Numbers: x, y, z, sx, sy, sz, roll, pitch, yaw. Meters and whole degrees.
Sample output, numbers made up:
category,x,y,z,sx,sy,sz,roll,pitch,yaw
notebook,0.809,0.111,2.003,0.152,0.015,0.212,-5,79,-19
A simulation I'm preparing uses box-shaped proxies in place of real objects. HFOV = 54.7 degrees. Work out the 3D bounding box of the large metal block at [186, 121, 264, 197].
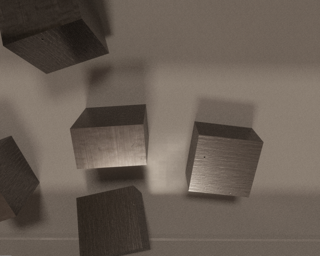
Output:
category,x,y,z,sx,sy,sz,roll,pitch,yaw
large metal block,0.082,0.041,0.414,0.081,0.050,0.079,7,110,-3

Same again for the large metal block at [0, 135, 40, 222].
category,x,y,z,sx,sy,sz,roll,pitch,yaw
large metal block,-0.213,0.067,0.404,0.050,0.080,0.080,-20,109,7

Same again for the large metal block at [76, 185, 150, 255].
category,x,y,z,sx,sy,sz,roll,pitch,yaw
large metal block,-0.063,0.131,0.423,0.080,0.080,0.050,-13,155,4

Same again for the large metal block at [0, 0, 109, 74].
category,x,y,z,sx,sy,sz,roll,pitch,yaw
large metal block,-0.111,-0.106,0.334,0.080,0.080,0.050,-17,78,6

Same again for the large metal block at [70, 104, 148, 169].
category,x,y,z,sx,sy,sz,roll,pitch,yaw
large metal block,-0.057,0.008,0.384,0.081,0.080,0.050,-4,110,1
